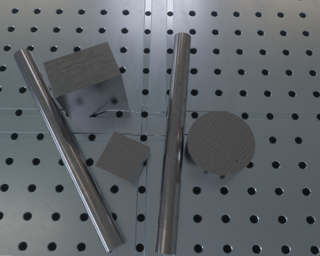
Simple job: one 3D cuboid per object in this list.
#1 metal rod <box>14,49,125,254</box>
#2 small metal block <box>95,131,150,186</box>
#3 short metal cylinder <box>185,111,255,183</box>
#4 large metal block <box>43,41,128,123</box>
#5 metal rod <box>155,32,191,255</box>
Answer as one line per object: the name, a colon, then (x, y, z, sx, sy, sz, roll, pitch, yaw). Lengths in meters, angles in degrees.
metal rod: (-0.125, 0.017, 0.404, 0.025, 0.025, 0.299, -28, 73, -10)
small metal block: (-0.046, 0.039, 0.397, 0.050, 0.025, 0.050, 24, 72, 8)
short metal cylinder: (0.073, 0.025, 0.390, 0.081, 0.050, 0.080, 0, 70, 0)
large metal block: (-0.092, -0.057, 0.402, 0.080, 0.080, 0.050, -21, 72, -8)
metal rod: (0.020, 0.005, 0.409, 0.025, 0.025, 0.299, 5, 70, 2)
